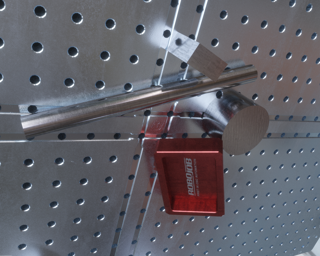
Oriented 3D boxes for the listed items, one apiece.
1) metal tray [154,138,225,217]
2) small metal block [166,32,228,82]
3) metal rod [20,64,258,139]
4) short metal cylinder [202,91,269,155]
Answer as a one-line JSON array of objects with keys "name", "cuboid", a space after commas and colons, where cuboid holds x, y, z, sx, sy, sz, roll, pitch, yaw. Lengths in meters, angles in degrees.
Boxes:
[{"name": "metal tray", "cuboid": [0.046, 0.074, 0.449, 0.090, 0.030, 0.129, -1, 126, 12]}, {"name": "small metal block", "cuboid": [0.043, -0.084, 0.367, 0.050, 0.050, 0.025, 24, 105, -37]}, {"name": "metal rod", "cuboid": [-0.009, -0.038, 0.382, 0.302, 0.025, 0.025, -16, 125, -20]}, {"name": "short metal cylinder", "cuboid": [0.109, -0.007, 0.450, 0.081, 0.050, 0.079, -14, 124, -21]}]
